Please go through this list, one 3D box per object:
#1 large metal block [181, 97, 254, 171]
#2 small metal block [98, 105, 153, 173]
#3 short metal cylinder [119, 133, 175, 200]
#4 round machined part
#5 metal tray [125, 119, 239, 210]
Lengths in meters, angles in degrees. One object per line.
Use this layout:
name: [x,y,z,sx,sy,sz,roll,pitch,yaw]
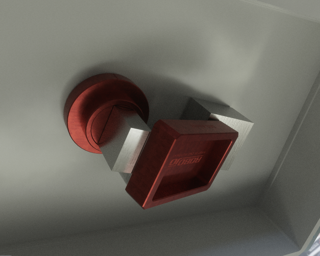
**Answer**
large metal block: [0.071,0.010,0.436,0.081,0.050,0.079,10,113,-33]
small metal block: [-0.038,0.012,0.323,0.025,0.050,0.050,13,112,-34]
short metal cylinder: [-0.011,0.049,0.401,0.081,0.050,0.080,-26,145,-20]
round machined part: [-0.057,-0.010,0.359,0.099,0.042,0.097,-14,125,-21]
metal tray: [0.030,0.037,0.353,0.131,0.030,0.089,0,121,-51]
